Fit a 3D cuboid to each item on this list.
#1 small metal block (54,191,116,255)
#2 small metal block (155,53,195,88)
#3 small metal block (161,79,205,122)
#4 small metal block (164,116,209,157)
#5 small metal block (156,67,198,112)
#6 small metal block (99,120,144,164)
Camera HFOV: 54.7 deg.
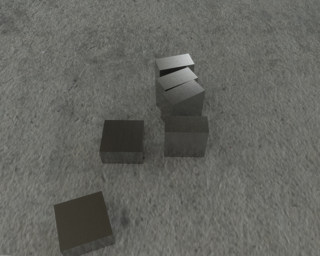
[{"bbox_3d":[-0.078,0.099,0.319,0.050,0.025,0.050,-15,52,-13],"label":"small metal block"},{"bbox_3d":[0.020,-0.077,0.452,0.050,0.050,0.025,-12,51,-11],"label":"small metal block"},{"bbox_3d":[0.030,-0.030,0.413,0.050,0.050,0.025,-26,55,-20],"label":"small metal block"},{"bbox_3d":[0.031,0.011,0.378,0.050,0.050,0.025,1,50,0],"label":"small metal block"},{"bbox_3d":[0.023,-0.050,0.430,0.050,0.050,0.025,-23,54,-18],"label":"small metal block"},{"bbox_3d":[-0.046,0.017,0.388,0.050,0.025,0.050,1,50,0],"label":"small metal block"}]
